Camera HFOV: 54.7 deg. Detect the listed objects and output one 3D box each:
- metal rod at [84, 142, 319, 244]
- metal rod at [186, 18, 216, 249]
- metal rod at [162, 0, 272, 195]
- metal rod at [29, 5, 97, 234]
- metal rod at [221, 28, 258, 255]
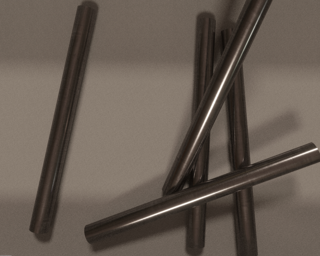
[{"bbox_3d":[0.046,0.084,0.386,0.301,0.025,0.025,-22,90,7],"label":"metal rod"},{"bbox_3d":[0.054,0.007,0.412,0.025,0.025,0.298,3,90,-1],"label":"metal rod"},{"bbox_3d":[0.067,-0.043,0.360,0.025,0.025,0.298,22,111,-1],"label":"metal rod"},{"bbox_3d":[-0.128,-0.011,0.409,0.025,0.025,0.298,12,90,-1],"label":"metal rod"},{"bbox_3d":[0.106,0.019,0.412,0.025,0.025,0.298,-5,90,-1],"label":"metal rod"}]
